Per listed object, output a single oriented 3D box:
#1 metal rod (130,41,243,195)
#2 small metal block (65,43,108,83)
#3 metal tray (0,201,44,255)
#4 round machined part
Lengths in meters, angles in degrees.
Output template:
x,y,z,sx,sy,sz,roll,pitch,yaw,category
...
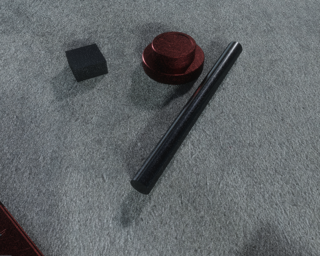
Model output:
x,y,z,sx,sy,sz,roll,pitch,yaw,category
0.051,-0.033,0.431,0.025,0.025,0.301,24,54,18,metal rod
-0.116,-0.104,0.489,0.050,0.025,0.050,-20,53,-17,small metal block
-0.139,0.098,0.276,0.130,0.089,0.030,36,59,26,metal tray
0.022,-0.116,0.490,0.099,0.042,0.098,0,50,0,round machined part
